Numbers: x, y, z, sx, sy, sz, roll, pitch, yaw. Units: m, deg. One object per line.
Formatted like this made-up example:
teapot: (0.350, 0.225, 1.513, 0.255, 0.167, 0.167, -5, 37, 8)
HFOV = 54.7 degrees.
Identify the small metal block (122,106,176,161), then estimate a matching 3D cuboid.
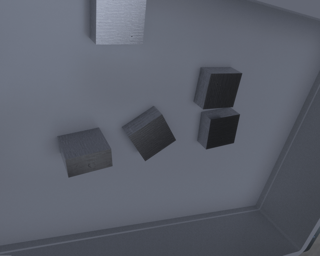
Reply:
small metal block: (-0.014, 0.008, 0.407, 0.050, 0.025, 0.050, -34, 129, -6)

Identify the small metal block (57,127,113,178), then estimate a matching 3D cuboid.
small metal block: (-0.088, 0.027, 0.362, 0.050, 0.050, 0.025, -13, 124, -22)

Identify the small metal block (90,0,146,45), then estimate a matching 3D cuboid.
small metal block: (-0.044, -0.113, 0.316, 0.050, 0.025, 0.050, -8, 122, -25)

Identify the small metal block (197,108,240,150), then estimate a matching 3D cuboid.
small metal block: (0.086, 0.000, 0.458, 0.050, 0.025, 0.050, -11, 123, -23)

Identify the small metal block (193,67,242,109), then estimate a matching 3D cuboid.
small metal block: (0.078, -0.055, 0.420, 0.050, 0.025, 0.050, -6, 121, -26)
